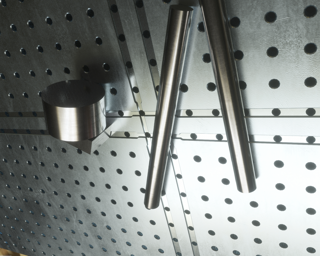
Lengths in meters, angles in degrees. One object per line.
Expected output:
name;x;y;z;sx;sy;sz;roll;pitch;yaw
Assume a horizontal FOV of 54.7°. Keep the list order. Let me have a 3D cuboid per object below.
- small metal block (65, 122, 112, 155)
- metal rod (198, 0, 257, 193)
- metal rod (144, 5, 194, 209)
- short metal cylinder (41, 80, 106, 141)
small metal block;-0.107;0.006;0.453;0.050;0.050;0.025;25;127;12
metal rod;0.072;-0.055;0.338;0.025;0.025;0.298;-3;117;29
metal rod;0.005;-0.003;0.405;0.025;0.025;0.298;20;126;16
short metal cylinder;-0.114;-0.026;0.418;0.080;0.080;0.050;17;125;18
